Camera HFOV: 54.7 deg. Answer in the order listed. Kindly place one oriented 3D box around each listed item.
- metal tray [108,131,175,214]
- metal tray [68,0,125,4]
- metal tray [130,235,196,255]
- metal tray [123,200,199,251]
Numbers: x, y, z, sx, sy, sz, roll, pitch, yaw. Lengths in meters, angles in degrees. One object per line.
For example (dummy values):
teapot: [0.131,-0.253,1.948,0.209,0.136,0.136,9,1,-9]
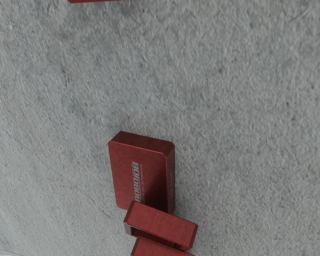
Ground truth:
metal tray: [-0.025,0.074,0.461,0.090,0.030,0.129,11,123,21]
metal tray: [-0.065,-0.199,0.313,0.090,0.030,0.129,7,122,24]
metal tray: [0.006,0.203,0.479,0.090,0.030,0.130,18,155,8]
metal tray: [-0.003,0.145,0.442,0.090,0.030,0.129,20,155,4]
